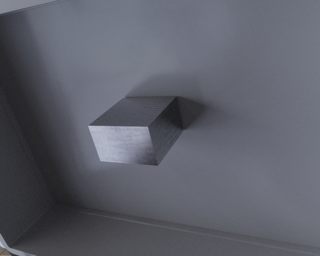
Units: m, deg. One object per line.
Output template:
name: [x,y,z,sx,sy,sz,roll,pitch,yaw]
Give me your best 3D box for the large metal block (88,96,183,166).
large metal block: [-0.027,0.001,0.385,0.080,0.080,0.050,1,119,27]
